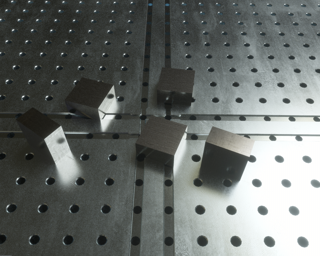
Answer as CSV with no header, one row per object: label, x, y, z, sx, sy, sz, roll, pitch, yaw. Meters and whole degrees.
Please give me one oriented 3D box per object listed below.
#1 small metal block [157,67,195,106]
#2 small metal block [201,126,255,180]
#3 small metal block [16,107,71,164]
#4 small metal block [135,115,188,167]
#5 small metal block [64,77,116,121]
small metal block,0.024,-0.062,0.460,0.050,0.025,0.050,7,50,5
small metal block,0.079,0.030,0.367,0.050,0.050,0.025,19,53,15
small metal block,-0.143,0.009,0.382,0.050,0.050,0.025,29,56,22
small metal block,0.003,0.016,0.395,0.050,0.025,0.050,17,52,13
small metal block,-0.098,-0.042,0.442,0.050,0.025,0.050,15,51,12
